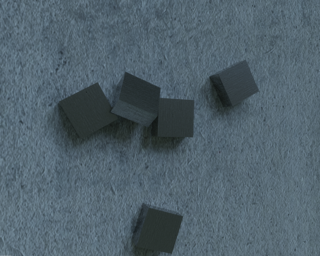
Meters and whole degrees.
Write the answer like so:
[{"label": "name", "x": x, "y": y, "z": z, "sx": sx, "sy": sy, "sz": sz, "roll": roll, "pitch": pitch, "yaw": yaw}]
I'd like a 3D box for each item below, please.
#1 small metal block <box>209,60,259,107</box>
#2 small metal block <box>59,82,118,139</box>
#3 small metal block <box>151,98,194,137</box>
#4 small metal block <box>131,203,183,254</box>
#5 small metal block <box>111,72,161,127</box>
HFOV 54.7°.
[{"label": "small metal block", "x": 0.108, "y": -0.064, "z": 0.448, "sx": 0.050, "sy": 0.025, "sz": 0.050, "roll": -29, "pitch": 100, "yaw": -18}, {"label": "small metal block", "x": -0.087, "y": -0.021, "z": 0.377, "sx": 0.050, "sy": 0.025, "sz": 0.050, "roll": -31, "pitch": 100, "yaw": -17}, {"label": "small metal block", "x": 0.017, "y": -0.013, "z": 0.415, "sx": 0.050, "sy": 0.025, "sz": 0.050, "roll": 2, "pitch": 90, "yaw": -20}, {"label": "small metal block", "x": -0.004, "y": 0.132, "z": 0.408, "sx": 0.050, "sy": 0.025, "sz": 0.050, "roll": 20, "pitch": 83, "yaw": -19}, {"label": "small metal block", "x": -0.029, "y": -0.035, "z": 0.385, "sx": 0.050, "sy": 0.025, "sz": 0.050, "roll": 23, "pitch": 46, "yaw": -19}]
